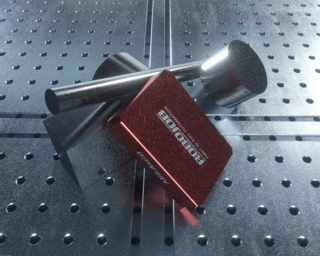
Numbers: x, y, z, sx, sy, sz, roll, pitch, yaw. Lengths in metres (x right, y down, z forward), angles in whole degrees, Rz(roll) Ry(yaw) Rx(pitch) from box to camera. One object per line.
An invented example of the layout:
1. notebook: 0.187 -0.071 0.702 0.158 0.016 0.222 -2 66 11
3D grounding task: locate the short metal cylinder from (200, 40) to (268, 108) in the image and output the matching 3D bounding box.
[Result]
1. short metal cylinder: 0.102 -0.073 0.429 0.081 0.050 0.080 17 60 -33

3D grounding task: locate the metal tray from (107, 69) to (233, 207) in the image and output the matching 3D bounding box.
1. metal tray: 0.017 0.012 0.343 0.130 0.030 0.090 49 55 -15

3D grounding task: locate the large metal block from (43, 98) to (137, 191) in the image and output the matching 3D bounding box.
1. large metal block: -0.076 0.014 0.359 0.081 0.080 0.050 -33 58 -25

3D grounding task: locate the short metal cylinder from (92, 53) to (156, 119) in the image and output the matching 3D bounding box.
1. short metal cylinder: -0.044 -0.053 0.416 0.080 0.080 0.050 -36 59 -27

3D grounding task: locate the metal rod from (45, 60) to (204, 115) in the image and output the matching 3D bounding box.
1. metal rod: 0.001 -0.064 0.392 0.025 0.025 0.302 39 39 27
